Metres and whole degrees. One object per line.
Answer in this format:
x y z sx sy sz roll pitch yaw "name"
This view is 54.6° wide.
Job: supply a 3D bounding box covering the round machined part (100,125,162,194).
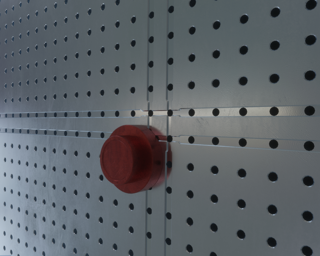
-0.047 0.044 0.439 0.098 0.042 0.097 0 90 40 "round machined part"
